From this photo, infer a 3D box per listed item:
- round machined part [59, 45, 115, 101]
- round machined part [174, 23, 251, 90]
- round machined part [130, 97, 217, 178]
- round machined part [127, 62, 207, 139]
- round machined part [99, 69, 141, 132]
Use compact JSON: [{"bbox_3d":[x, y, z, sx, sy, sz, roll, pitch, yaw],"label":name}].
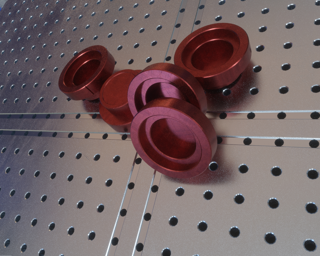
[{"bbox_3d":[-0.113,-0.084,0.506,0.098,0.042,0.098,-18,50,23],"label":"round machined part"},{"bbox_3d":[0.072,-0.090,0.413,0.098,0.042,0.098,-13,52,18],"label":"round machined part"},{"bbox_3d":[0.019,0.007,0.357,0.098,0.098,0.042,2,33,29],"label":"round machined part"},{"bbox_3d":[0.012,-0.036,0.387,0.098,0.098,0.042,2,33,29],"label":"round machined part"},{"bbox_3d":[-0.049,-0.047,0.453,0.098,0.042,0.098,-13,56,21],"label":"round machined part"}]
